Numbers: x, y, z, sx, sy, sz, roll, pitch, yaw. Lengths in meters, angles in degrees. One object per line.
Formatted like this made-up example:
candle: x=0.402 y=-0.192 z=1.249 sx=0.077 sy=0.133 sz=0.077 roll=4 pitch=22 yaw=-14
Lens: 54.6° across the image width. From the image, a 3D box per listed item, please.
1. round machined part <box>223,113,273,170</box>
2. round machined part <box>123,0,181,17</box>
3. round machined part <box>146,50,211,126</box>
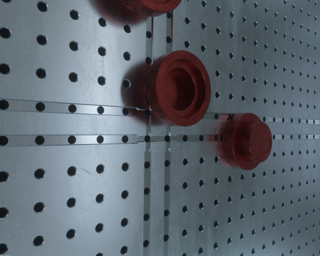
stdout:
round machined part: x=0.154 y=0.023 z=0.525 sx=0.099 sy=0.042 sz=0.097 roll=0 pitch=90 yaw=-40
round machined part: x=-0.018 y=-0.187 z=0.382 sx=0.099 sy=0.042 sz=0.097 roll=0 pitch=90 yaw=-40
round machined part: x=0.020 y=-0.051 z=0.414 sx=0.099 sy=0.042 sz=0.097 roll=0 pitch=90 yaw=-40
